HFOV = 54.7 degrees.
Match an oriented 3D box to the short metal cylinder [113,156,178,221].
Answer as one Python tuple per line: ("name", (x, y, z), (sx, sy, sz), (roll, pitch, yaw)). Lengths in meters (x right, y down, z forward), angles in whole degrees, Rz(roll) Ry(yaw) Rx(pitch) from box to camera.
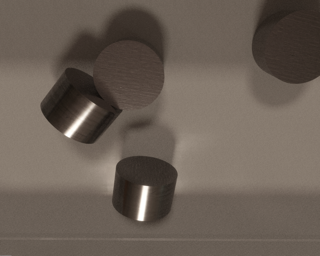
("short metal cylinder", (-0.020, 0.077, 0.410), (0.081, 0.080, 0.050), (8, 110, -4))

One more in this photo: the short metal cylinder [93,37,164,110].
("short metal cylinder", (-0.035, -0.067, 0.373), (0.081, 0.050, 0.079), (0, 110, -1))

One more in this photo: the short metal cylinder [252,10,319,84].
("short metal cylinder", (0.156, -0.097, 0.365), (0.081, 0.050, 0.079), (0, 110, -1))

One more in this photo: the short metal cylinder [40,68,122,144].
("short metal cylinder", (-0.092, -0.027, 0.371), (0.080, 0.080, 0.050), (38, 106, -13))
